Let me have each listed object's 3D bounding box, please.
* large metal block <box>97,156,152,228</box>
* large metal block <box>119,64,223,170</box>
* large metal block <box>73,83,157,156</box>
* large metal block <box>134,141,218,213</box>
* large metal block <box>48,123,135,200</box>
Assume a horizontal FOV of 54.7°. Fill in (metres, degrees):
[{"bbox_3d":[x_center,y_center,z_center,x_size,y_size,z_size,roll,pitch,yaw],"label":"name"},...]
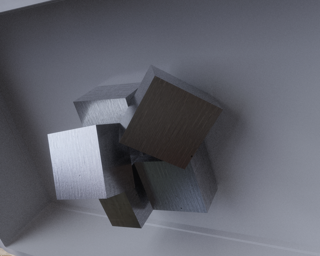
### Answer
[{"bbox_3d":[-0.043,0.083,0.443,0.050,0.080,0.080,-7,115,31],"label":"large metal block"},{"bbox_3d":[0.009,-0.012,0.344,0.080,0.050,0.080,24,109,-17],"label":"large metal block"},{"bbox_3d":[-0.055,-0.011,0.412,0.080,0.050,0.080,-1,118,28],"label":"large metal block"},{"bbox_3d":[0.023,0.064,0.414,0.080,0.050,0.080,-5,116,30],"label":"large metal block"},{"bbox_3d":[-0.083,0.040,0.373,0.080,0.050,0.080,-10,88,32],"label":"large metal block"}]
